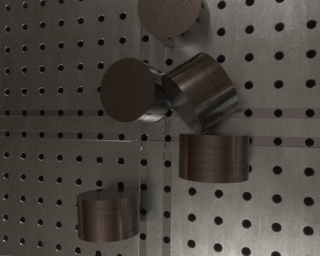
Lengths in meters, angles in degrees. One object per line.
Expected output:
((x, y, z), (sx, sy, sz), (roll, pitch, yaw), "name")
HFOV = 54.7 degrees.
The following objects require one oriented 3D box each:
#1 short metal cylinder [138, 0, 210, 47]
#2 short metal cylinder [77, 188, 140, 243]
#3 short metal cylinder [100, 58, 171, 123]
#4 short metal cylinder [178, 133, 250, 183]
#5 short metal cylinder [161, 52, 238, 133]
((0.019, -0.147, 0.392), (0.080, 0.050, 0.079), (0, 90, 19), "short metal cylinder")
((-0.067, 0.111, 0.406), (0.080, 0.080, 0.050), (-3, 89, 19), "short metal cylinder")
((-0.030, -0.046, 0.403), (0.080, 0.050, 0.079), (-1, 89, 27), "short metal cylinder")
((0.062, 0.032, 0.361), (0.080, 0.080, 0.050), (1, 91, 19), "short metal cylinder")
((0.045, -0.040, 0.360), (0.050, 0.080, 0.080), (-33, 79, -9), "short metal cylinder")
